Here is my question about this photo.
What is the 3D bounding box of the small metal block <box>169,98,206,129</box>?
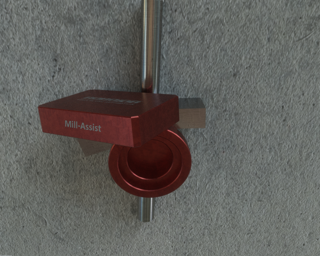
[{"bbox_3d":[0.029,-0.020,0.391,0.050,0.050,0.025,-1,110,0],"label":"small metal block"}]

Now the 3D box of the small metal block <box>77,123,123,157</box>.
[{"bbox_3d":[-0.073,0.008,0.400,0.050,0.050,0.025,-18,109,6],"label":"small metal block"}]

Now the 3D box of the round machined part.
[{"bbox_3d":[-0.012,0.034,0.385,0.099,0.042,0.097,-1,114,-2],"label":"round machined part"}]

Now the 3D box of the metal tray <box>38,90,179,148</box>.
[{"bbox_3d":[-0.055,-0.016,0.345,0.130,0.091,0.030,7,112,28],"label":"metal tray"}]

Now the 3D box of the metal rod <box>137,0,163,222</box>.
[{"bbox_3d":[-0.015,-0.008,0.408,0.025,0.025,0.298,2,110,-1],"label":"metal rod"}]
